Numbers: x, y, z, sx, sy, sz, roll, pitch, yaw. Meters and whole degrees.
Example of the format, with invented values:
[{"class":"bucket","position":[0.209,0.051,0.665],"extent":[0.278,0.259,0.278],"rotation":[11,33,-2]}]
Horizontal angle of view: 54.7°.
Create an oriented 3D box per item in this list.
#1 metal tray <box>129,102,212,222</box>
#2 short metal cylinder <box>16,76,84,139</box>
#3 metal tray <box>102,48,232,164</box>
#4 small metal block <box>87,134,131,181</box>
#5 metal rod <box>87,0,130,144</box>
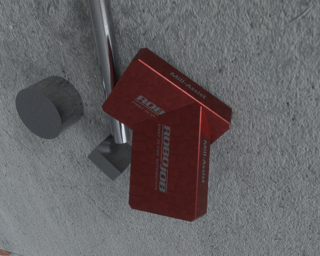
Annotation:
[{"class":"metal tray","position":[0.011,0.035,0.365],"extent":[0.090,0.030,0.129],"rotation":[3,89,32]},{"class":"short metal cylinder","position":[-0.161,-0.030,0.454],"extent":[0.080,0.050,0.079],"rotation":[13,124,20]},{"class":"metal tray","position":[0.008,-0.021,0.369],"extent":[0.130,0.030,0.090],"rotation":[34,130,-10]},{"class":"small metal block","position":[-0.067,0.040,0.449],"extent":[0.050,0.050,0.025],"rotation":[44,129,-3]},{"class":"metal rod","position":[-0.067,-0.113,0.370],"extent":[0.025,0.025,0.298],"rotation":[9,122,23]}]
